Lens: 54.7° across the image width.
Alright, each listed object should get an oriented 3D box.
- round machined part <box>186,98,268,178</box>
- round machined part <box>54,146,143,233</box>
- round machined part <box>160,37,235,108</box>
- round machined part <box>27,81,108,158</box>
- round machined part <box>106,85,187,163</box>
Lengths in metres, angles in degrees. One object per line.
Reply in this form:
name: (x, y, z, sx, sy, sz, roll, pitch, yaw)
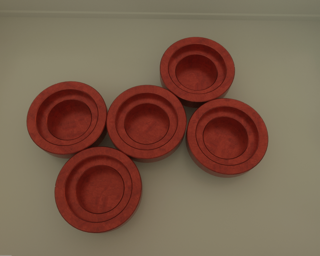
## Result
round machined part: (0.082, 0.015, 0.393, 0.099, 0.042, 0.098, 0, 70, 0)
round machined part: (-0.070, 0.074, 0.370, 0.099, 0.042, 0.098, 0, 70, 0)
round machined part: (0.049, -0.072, 0.424, 0.099, 0.042, 0.098, 0, 70, 0)
round machined part: (-0.114, -0.008, 0.400, 0.099, 0.042, 0.098, 0, 70, 0)
round machined part: (-0.016, -0.003, 0.398, 0.099, 0.042, 0.098, 0, 70, 0)
